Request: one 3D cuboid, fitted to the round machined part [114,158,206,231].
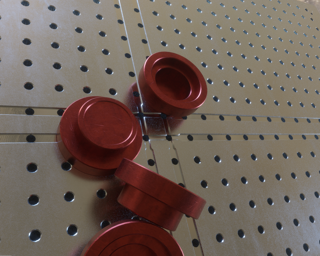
[{"bbox_3d":[-0.005,0.073,0.324,0.098,0.098,0.042,30,80,-10],"label":"round machined part"}]

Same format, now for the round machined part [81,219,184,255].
[{"bbox_3d":[-0.028,0.135,0.288,0.099,0.042,0.098,3,78,-16],"label":"round machined part"}]

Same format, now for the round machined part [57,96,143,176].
[{"bbox_3d":[-0.066,0.003,0.361,0.099,0.042,0.098,14,56,-21],"label":"round machined part"}]

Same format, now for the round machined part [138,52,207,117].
[{"bbox_3d":[0.015,-0.058,0.442,0.099,0.042,0.098,14,56,-21],"label":"round machined part"}]
